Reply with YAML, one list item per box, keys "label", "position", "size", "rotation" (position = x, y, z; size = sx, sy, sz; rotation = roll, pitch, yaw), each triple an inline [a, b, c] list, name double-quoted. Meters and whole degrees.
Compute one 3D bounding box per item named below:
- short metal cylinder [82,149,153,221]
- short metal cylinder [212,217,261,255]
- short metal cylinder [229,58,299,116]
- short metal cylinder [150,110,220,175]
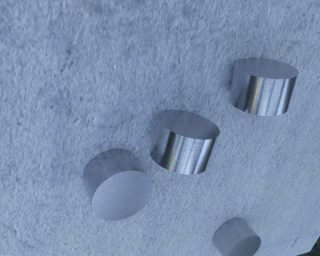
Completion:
- label: "short metal cylinder"
  position: [-0.056, 0.074, 0.407]
  size: [0.081, 0.050, 0.079]
  rotation: [-14, 125, -21]
- label: "short metal cylinder"
  position: [0.152, 0.226, 0.617]
  size: [0.081, 0.050, 0.079]
  rotation: [-14, 125, -21]
- label: "short metal cylinder"
  position: [0.136, -0.057, 0.413]
  size: [0.081, 0.080, 0.050]
  rotation: [-12, 124, -23]
- label: "short metal cylinder"
  position: [0.031, 0.016, 0.400]
  size: [0.081, 0.080, 0.050]
  rotation: [-1, 119, -29]
